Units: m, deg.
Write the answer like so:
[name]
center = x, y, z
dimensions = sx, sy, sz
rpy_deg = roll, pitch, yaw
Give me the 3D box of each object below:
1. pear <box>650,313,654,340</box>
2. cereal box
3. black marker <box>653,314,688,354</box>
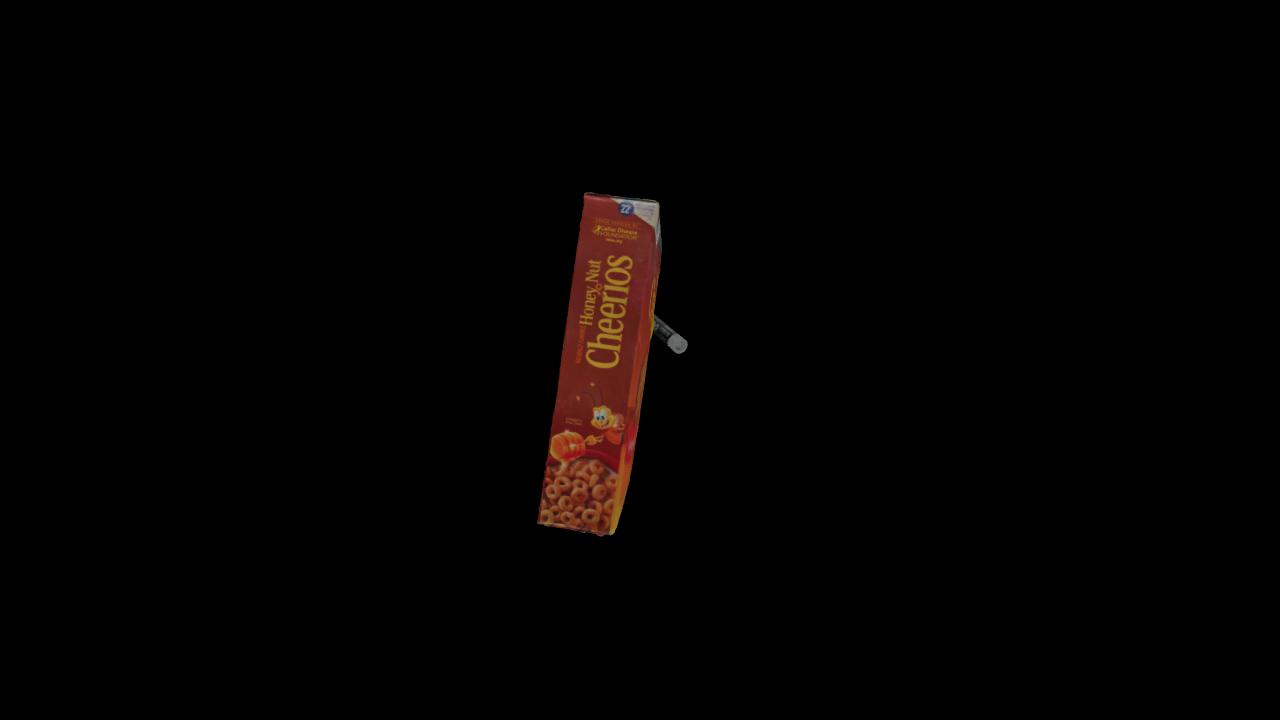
[pear]
center = -0.028, -0.047, 0.663
dimensions = 0.080, 0.080, 0.111
rpy_deg = 0, 19, -19
[cereal box]
center = -0.032, 0.003, 0.641
dimensions = 0.081, 0.306, 0.203
rpy_deg = 9, -1, 2
[black marker]
center = 0.019, -0.043, 0.749
dimensions = 0.020, 0.020, 0.121
rpy_deg = 0, 28, -31
